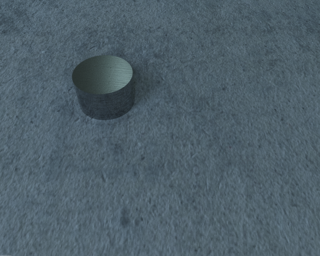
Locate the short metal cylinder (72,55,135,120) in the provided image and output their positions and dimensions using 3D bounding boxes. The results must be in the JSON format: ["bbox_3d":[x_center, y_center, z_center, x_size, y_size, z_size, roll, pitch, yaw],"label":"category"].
[{"bbox_3d":[-0.077,-0.057,0.434,0.081,0.050,0.080,0,50,0],"label":"short metal cylinder"}]
